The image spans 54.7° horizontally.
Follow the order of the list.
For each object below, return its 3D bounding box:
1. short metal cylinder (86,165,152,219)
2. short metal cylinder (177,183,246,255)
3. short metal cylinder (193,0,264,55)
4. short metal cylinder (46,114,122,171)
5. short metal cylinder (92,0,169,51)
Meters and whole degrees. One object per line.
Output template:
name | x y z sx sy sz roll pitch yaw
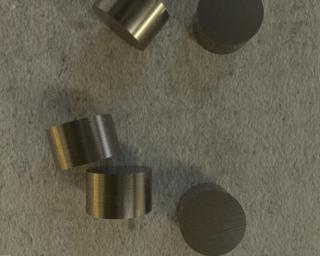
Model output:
short metal cylinder | -0.050 0.076 0.382 0.081 0.080 0.050 0 90 -1
short metal cylinder | 0.064 0.115 0.398 0.081 0.050 0.079 0 90 -1
short metal cylinder | 0.085 -0.140 0.399 0.081 0.050 0.079 0 90 -1
short metal cylinder | -0.093 0.017 0.381 0.080 0.080 0.050 -15 90 0
short metal cylinder | -0.036 -0.141 0.382 0.080 0.080 0.050 38 90 -1
